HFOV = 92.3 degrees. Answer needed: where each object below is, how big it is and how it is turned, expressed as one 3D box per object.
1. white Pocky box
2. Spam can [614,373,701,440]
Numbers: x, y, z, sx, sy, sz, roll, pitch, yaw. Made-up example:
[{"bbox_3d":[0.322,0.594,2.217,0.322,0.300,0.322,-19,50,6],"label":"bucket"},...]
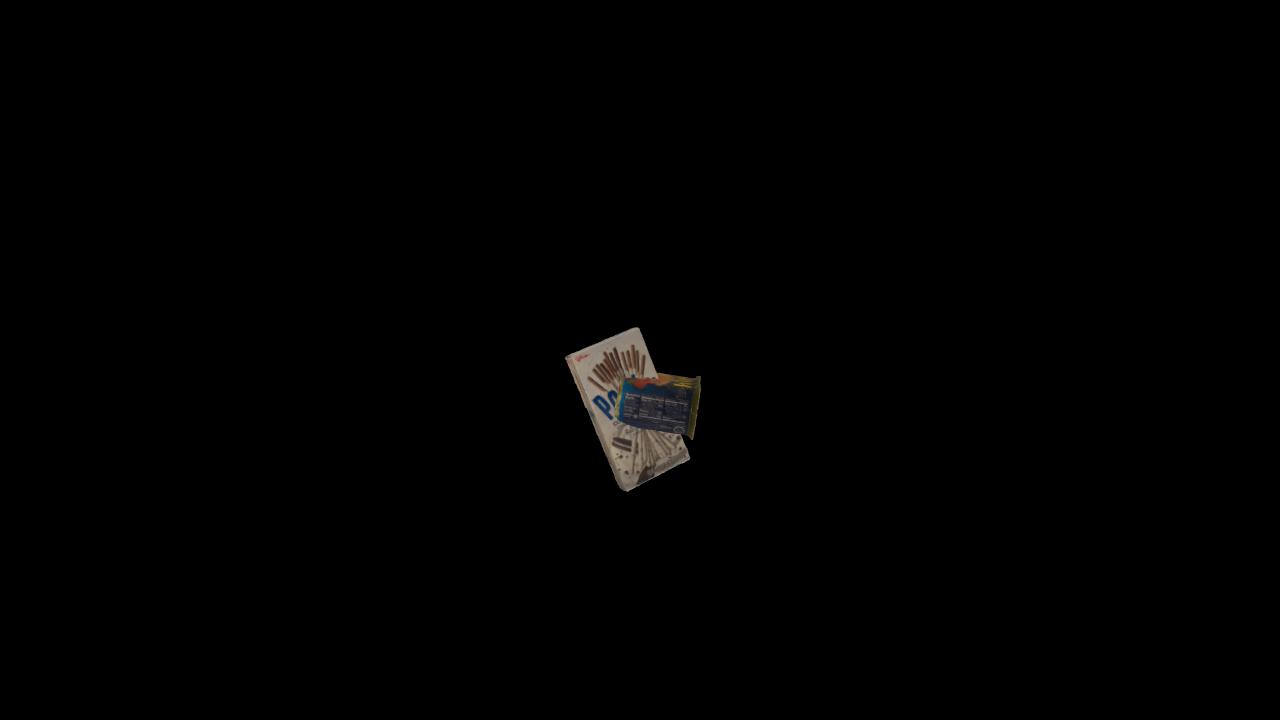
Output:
[{"bbox_3d":[-0.011,0.051,0.649,0.084,0.154,0.028,-24,6,-20],"label":"white Pocky box"},{"bbox_3d":[0.021,0.045,0.670,0.085,0.058,0.101,8,7,5],"label":"Spam can"}]
